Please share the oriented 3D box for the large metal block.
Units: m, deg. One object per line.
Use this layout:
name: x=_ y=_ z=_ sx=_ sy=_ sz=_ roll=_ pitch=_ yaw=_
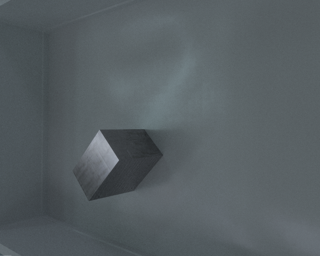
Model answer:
large metal block: x=-0.057 y=0.047 z=0.419 sx=0.080 sy=0.081 sz=0.050 roll=-52 pitch=60 yaw=27
